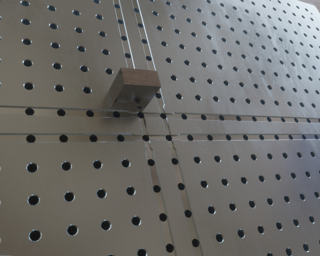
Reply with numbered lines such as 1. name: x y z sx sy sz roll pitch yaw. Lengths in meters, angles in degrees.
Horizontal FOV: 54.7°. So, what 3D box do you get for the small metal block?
1. small metal block: -0.034 -0.052 0.407 0.050 0.050 0.025 0 62 -29
